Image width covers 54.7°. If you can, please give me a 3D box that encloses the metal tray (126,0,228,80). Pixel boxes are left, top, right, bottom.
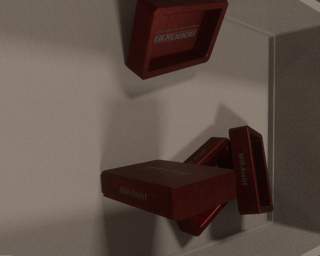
[{"bbox_3d":[0.023,-0.119,0.392,0.131,0.030,0.089,-23,143,-38],"label":"metal tray"}]

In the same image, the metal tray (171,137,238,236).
[{"bbox_3d":[0.068,0.083,0.463,0.131,0.030,0.090,-37,113,-34],"label":"metal tray"}]

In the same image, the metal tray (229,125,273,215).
[{"bbox_3d":[0.146,0.068,0.491,0.090,0.030,0.129,20,62,-56],"label":"metal tray"}]

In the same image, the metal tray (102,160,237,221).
[{"bbox_3d":[0.006,0.062,0.346,0.091,0.130,0.030,-7,95,-40],"label":"metal tray"}]
